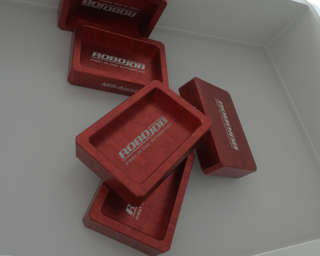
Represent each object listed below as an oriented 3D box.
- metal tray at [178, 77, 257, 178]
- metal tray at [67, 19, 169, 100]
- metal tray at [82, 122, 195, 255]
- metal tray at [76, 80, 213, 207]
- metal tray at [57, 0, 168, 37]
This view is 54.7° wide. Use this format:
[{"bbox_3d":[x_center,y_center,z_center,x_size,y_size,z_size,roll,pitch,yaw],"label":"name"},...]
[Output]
[{"bbox_3d":[0.079,0.001,0.425,0.091,0.030,0.130,14,53,-45],"label":"metal tray"},{"bbox_3d":[-0.055,-0.092,0.428,0.131,0.030,0.090,9,58,-23],"label":"metal tray"},{"bbox_3d":[-0.018,0.064,0.352,0.090,0.030,0.130,29,52,-10],"label":"metal tray"},{"bbox_3d":[-0.015,0.010,0.341,0.090,0.030,0.131,39,55,14],"label":"metal tray"},{"bbox_3d":[-0.067,-0.166,0.428,0.131,0.090,0.030,4,60,-26],"label":"metal tray"}]
